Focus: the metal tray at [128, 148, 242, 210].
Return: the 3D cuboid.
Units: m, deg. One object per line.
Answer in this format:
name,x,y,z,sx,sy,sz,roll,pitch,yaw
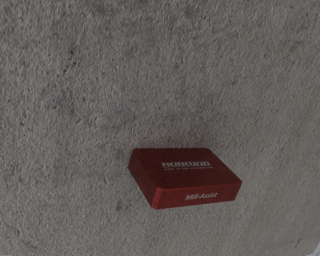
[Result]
metal tray,0.033,0.063,0.421,0.131,0.090,0.030,2,118,-29
